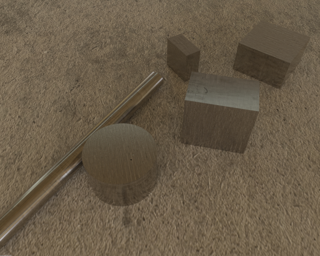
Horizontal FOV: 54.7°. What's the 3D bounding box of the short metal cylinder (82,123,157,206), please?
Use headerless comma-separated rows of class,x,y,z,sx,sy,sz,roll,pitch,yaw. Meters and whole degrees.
short metal cylinder,-0.043,0.041,0.352,0.081,0.050,0.080,0,50,0

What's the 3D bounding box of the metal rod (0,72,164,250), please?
metal rod,-0.089,0.022,0.384,0.025,0.025,0.301,27,55,21

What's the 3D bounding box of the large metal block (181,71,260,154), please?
large metal block,0.072,-0.018,0.383,0.080,0.080,0.050,10,51,8

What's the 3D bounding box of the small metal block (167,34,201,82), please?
small metal block,0.035,-0.108,0.478,0.025,0.050,0.050,-26,55,-20

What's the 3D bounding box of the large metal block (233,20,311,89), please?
large metal block,0.174,-0.117,0.487,0.080,0.050,0.080,30,56,22
